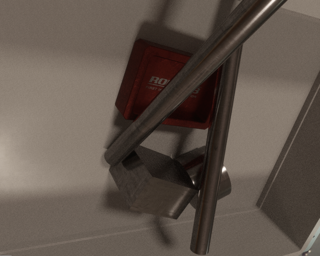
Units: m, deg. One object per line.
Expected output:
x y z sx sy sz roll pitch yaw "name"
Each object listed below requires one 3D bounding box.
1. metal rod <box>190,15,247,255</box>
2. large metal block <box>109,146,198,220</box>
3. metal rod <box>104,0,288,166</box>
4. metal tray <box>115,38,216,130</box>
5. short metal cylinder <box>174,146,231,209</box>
0.071 0.016 0.386 0.025 0.025 0.298 1 102 -30 "metal rod"
-0.010 0.069 0.412 0.080 0.080 0.050 24 105 -37 "large metal block"
0.021 -0.040 0.307 0.025 0.025 0.298 11 141 -34 "metal rod"
0.020 -0.049 0.387 0.131 0.030 0.089 7 115 -32 "metal tray"
0.059 0.072 0.452 0.050 0.080 0.080 -24 127 -15 "short metal cylinder"
